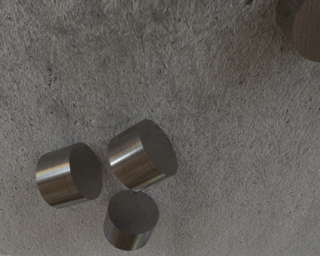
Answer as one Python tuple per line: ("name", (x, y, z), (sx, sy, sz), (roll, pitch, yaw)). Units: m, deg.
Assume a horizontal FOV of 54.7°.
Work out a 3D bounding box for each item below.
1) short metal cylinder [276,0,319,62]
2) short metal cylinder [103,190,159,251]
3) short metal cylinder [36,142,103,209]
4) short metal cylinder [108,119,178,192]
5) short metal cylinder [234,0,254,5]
("short metal cylinder", (0.160, -0.111, 0.298), (0.081, 0.050, 0.079), (0, 130, 0))
("short metal cylinder", (-0.047, 0.146, 0.495), (0.081, 0.080, 0.050), (11, 129, -10))
("short metal cylinder", (-0.122, 0.065, 0.425), (0.050, 0.080, 0.080), (-18, 128, 14))
("short metal cylinder", (-0.021, 0.035, 0.401), (0.050, 0.080, 0.080), (-30, 124, 23))
("short metal cylinder", (0.056, -0.145, 0.248), (0.080, 0.080, 0.050), (22, 127, -18))
